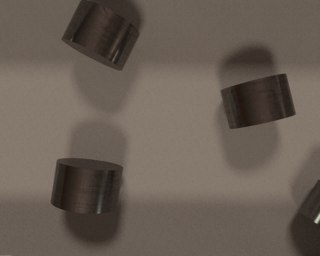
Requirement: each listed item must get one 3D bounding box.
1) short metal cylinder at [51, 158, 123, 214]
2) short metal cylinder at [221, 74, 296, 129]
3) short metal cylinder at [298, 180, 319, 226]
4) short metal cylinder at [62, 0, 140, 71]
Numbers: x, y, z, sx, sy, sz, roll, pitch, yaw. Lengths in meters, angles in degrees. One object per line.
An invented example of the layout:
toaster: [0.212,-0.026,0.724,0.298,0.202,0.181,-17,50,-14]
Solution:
short metal cylinder: [-0.089,0.069,0.383,0.081,0.080,0.050,8,90,-1]
short metal cylinder: [0.121,-0.032,0.386,0.080,0.080,0.050,-14,90,0]
short metal cylinder: [0.224,0.108,0.387,0.080,0.080,0.050,32,90,-1]
short metal cylinder: [-0.072,-0.112,0.383,0.080,0.080,0.050,26,90,-1]
